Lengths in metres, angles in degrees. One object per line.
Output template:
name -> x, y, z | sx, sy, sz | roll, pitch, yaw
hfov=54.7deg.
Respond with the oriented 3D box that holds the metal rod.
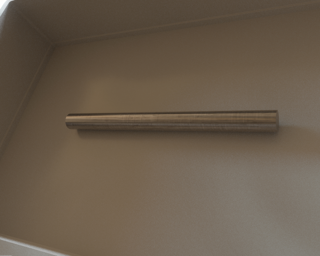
metal rod -> -0.004, -0.009, 0.409 | 0.300, 0.025, 0.025 | 1, 62, 28
